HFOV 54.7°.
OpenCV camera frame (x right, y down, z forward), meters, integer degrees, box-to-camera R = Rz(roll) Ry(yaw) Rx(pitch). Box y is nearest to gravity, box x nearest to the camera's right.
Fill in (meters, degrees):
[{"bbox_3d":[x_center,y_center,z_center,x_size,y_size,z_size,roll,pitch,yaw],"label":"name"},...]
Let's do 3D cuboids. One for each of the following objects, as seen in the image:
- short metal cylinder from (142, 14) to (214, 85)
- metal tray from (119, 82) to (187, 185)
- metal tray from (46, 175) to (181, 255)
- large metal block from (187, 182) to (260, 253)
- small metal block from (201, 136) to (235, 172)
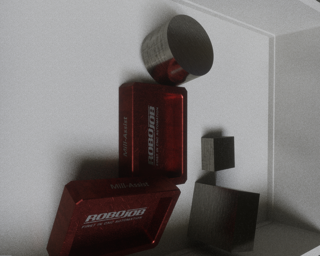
[{"bbox_3d":[0.024,-0.098,0.402,0.081,0.050,0.080,12,71,-38],"label":"short metal cylinder"},{"bbox_3d":[-0.007,0.010,0.399,0.091,0.030,0.129,0,90,-40],"label":"metal tray"},{"bbox_3d":[-0.047,0.100,0.341,0.131,0.030,0.089,4,115,-40],"label":"metal tray"},{"bbox_3d":[0.091,0.127,0.450,0.050,0.080,0.080,16,80,-39],"label":"large metal block"},{"bbox_3d":[0.091,0.039,0.486,0.050,0.025,0.050,-3,92,-40],"label":"small metal block"}]
